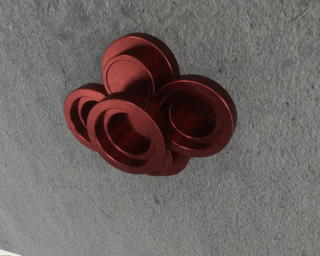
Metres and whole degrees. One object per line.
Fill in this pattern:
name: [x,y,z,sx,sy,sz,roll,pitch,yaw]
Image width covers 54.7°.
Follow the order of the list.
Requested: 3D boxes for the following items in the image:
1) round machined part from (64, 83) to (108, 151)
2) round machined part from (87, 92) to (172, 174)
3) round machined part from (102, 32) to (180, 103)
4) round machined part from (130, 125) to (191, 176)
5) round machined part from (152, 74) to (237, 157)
round machined part: [-0.079,-0.017,0.427,0.098,0.042,0.097,13,124,20]
round machined part: [-0.031,0.002,0.359,0.098,0.042,0.097,13,124,20]
round machined part: [-0.029,-0.061,0.373,0.098,0.042,0.097,13,124,20]
round machined part: [-0.007,0.026,0.415,0.098,0.042,0.097,13,124,20]
round machined part: [0.042,-0.017,0.364,0.098,0.042,0.097,13,124,20]
